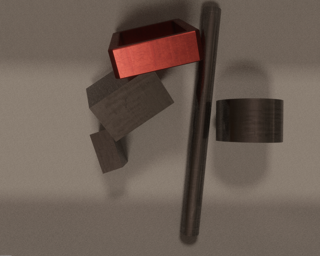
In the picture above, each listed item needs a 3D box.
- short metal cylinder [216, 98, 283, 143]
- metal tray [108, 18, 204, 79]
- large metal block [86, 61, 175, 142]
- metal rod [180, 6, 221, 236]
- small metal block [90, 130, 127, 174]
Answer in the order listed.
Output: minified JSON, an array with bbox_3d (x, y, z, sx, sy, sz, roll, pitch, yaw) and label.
[{"bbox_3d":[0.111,-0.009,0.385,0.081,0.080,0.050,1,90,-1],"label":"short metal cylinder"},{"bbox_3d":[-0.009,-0.097,0.358,0.091,0.130,0.030,-13,115,-1],"label":"metal tray"},{"bbox_3d":[-0.040,-0.040,0.376,0.080,0.080,0.050,-34,117,0],"label":"large metal block"},{"bbox_3d":[0.054,-0.009,0.412,0.025,0.025,0.298,6,90,-1],"label":"metal rod"},{"bbox_3d":[-0.064,0.027,0.398,0.025,0.050,0.050,-19,90,1],"label":"small metal block"}]
